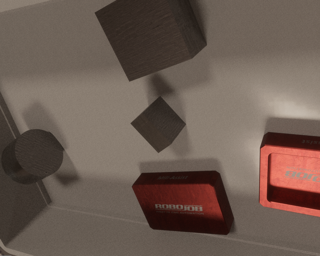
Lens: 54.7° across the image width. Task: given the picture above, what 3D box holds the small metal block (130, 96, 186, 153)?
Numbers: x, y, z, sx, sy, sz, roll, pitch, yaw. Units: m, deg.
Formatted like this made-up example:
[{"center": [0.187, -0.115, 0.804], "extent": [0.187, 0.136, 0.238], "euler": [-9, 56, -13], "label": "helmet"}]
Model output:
[{"center": [-0.001, -0.005, 0.388], "extent": [0.050, 0.050, 0.025], "euler": [47, 129, -5], "label": "small metal block"}]

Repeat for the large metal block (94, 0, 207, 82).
[{"center": [-0.008, -0.105, 0.330], "extent": [0.080, 0.050, 0.080], "euler": [-14, 112, 33], "label": "large metal block"}]

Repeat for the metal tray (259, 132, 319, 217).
[{"center": [0.180, 0.056, 0.344], "extent": [0.130, 0.030, 0.089], "euler": [6, 121, 25], "label": "metal tray"}]

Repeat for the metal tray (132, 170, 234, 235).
[{"center": [0.032, 0.109, 0.455], "extent": [0.130, 0.030, 0.090], "euler": [-7, 115, 31], "label": "metal tray"}]

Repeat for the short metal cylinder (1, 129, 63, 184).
[{"center": [-0.209, 0.048, 0.510], "extent": [0.050, 0.080, 0.080], "euler": [-27, 104, 37], "label": "short metal cylinder"}]
